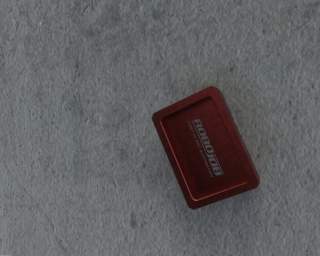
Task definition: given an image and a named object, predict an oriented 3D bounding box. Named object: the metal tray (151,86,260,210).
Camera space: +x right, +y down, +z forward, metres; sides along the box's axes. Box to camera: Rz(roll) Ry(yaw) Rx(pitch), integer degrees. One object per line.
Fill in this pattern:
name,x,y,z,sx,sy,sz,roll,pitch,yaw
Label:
metal tray,0.056,0.025,0.386,0.090,0.030,0.129,-25,82,18
